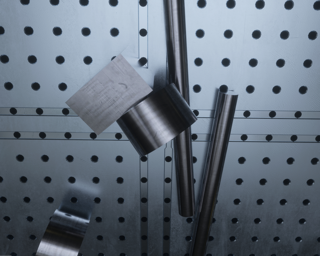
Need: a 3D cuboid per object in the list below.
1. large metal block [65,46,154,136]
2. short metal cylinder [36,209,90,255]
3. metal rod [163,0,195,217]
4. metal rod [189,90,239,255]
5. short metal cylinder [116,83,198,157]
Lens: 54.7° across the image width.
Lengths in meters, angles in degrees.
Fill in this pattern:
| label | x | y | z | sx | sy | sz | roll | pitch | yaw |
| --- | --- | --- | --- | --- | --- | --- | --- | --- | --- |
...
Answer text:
| label | x | y | z | sx | sy | sz | roll | pitch | yaw |
| --- | --- | --- | --- | --- | --- | --- | --- | --- | --- |
| large metal block | -0.054 | -0.047 | 0.366 | 0.080 | 0.080 | 0.050 | -38 | 106 | 13 |
| short metal cylinder | -0.139 | 0.163 | 0.443 | 0.050 | 0.080 | 0.079 | 21 | 109 | -8 |
| metal rod | 0.028 | -0.015 | 0.408 | 0.025 | 0.025 | 0.298 | -5 | 110 | 1 |
| metal rod | 0.071 | 0.093 | 0.448 | 0.025 | 0.025 | 0.298 | 6 | 110 | -2 |
| short metal cylinder | -0.004 | -0.009 | 0.362 | 0.080 | 0.080 | 0.050 | -33 | 92 | 11 |
